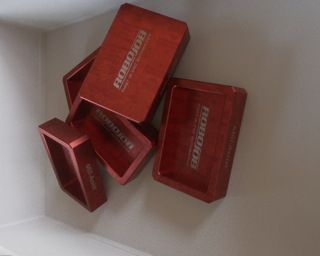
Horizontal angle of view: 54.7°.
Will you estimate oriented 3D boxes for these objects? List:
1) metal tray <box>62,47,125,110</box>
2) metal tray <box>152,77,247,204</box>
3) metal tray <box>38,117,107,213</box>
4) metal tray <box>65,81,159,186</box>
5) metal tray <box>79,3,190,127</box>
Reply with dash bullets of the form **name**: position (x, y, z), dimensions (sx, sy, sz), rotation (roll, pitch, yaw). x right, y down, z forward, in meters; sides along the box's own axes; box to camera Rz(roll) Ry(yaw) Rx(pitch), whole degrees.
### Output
- **metal tray**: position (-0.095, -0.064, 0.477), dimensions (0.130, 0.030, 0.090), rotation (-26, 74, 36)
- **metal tray**: position (0.043, 0.011, 0.364), dimensions (0.090, 0.030, 0.129), rotation (16, 100, 38)
- **metal tray**: position (-0.131, 0.056, 0.468), dimensions (0.090, 0.030, 0.129), rotation (22, 133, 37)
- **metal tray**: position (-0.066, 0.003, 0.426), dimensions (0.130, 0.030, 0.089), rotation (45, 124, 14)
- **metal tray**: position (-0.030, -0.078, 0.379), dimensions (0.090, 0.030, 0.130), rotation (24, 86, 14)
